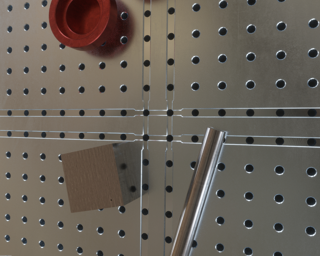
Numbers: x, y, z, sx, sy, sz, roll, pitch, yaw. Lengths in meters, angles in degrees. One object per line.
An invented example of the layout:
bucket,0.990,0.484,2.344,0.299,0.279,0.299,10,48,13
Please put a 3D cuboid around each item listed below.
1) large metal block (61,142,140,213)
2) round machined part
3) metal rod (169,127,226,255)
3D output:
large metal block,-0.081,0.067,0.428,0.080,0.050,0.080,-13,86,19
round machined part,-0.104,-0.158,0.440,0.098,0.042,0.097,0,90,20
metal rod,0.030,0.145,0.401,0.025,0.025,0.298,18,96,19
